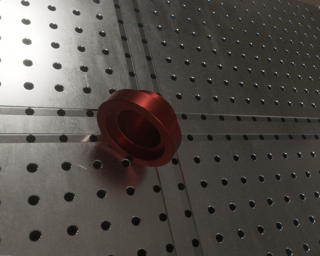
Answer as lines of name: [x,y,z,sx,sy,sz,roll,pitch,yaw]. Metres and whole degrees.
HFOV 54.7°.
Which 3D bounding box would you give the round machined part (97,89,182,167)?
round machined part: [-0.020,-0.005,0.355,0.098,0.097,0.042,38,51,-3]
